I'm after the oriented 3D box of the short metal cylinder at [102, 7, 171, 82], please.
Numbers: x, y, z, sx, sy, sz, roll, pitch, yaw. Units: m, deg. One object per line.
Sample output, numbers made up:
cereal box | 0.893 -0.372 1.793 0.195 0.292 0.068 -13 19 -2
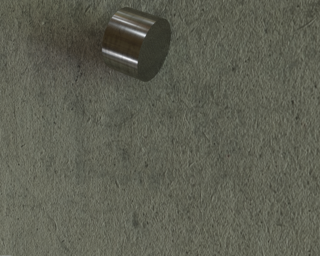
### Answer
short metal cylinder | -0.028 -0.104 0.389 0.050 0.080 0.080 25 98 18
